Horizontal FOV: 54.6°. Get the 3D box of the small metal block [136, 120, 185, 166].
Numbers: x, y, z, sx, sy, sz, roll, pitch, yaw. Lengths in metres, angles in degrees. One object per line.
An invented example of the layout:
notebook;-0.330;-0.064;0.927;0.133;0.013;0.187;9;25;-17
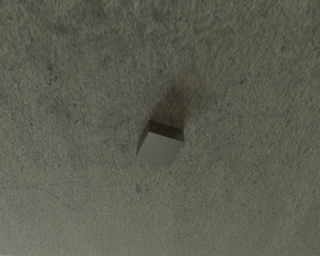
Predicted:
small metal block;0.000;0.021;0.425;0.050;0.025;0.050;17;128;-14
